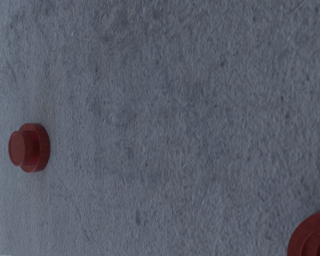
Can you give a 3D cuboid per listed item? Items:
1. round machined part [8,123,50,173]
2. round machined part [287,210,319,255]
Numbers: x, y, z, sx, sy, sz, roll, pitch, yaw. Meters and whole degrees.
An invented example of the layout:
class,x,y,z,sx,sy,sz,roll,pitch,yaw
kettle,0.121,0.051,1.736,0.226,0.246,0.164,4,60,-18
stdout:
class,x,y,z,sx,sy,sz,roll,pitch,yaw
round machined part,-0.260,0.039,0.604,0.098,0.042,0.097,0,90,39
round machined part,0.163,0.113,0.259,0.098,0.042,0.097,0,90,39
